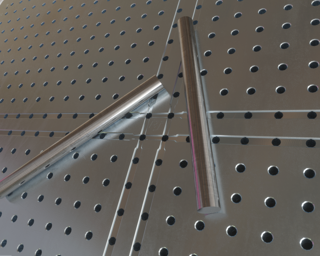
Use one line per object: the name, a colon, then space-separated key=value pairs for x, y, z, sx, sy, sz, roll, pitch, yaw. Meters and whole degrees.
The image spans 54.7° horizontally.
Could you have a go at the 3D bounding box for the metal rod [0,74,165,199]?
metal rod: x=-0.125 y=0.015 z=0.462 sx=0.300 sy=0.025 sz=0.025 roll=-34 pitch=52 yaw=5

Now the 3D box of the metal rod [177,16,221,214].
metal rod: x=0.046 y=-0.039 z=0.407 sx=0.025 sy=0.025 sz=0.299 roll=-15 pitch=55 yaw=19
